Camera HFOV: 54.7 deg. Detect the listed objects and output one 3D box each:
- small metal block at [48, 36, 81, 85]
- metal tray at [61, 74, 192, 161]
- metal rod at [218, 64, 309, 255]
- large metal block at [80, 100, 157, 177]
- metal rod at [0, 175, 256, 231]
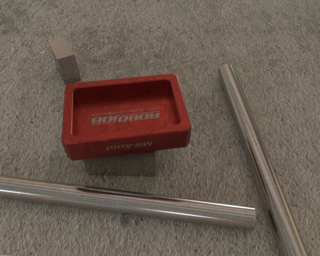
[{"bbox_3d":[-0.144,-0.102,0.470,0.025,0.050,0.050,-22,54,-17],"label":"small metal block"},{"bbox_3d":[-0.038,-0.015,0.347,0.131,0.030,0.090,-6,50,-6],"label":"metal tray"},{"bbox_3d":[0.117,0.025,0.383,0.025,0.025,0.300,-4,50,-4],"label":"metal rod"},{"bbox_3d":[-0.045,0.011,0.377,0.081,0.050,0.080,1,50,1],"label":"large metal block"},{"bbox_3d":[-0.052,0.079,0.336,0.302,0.025,0.025,6,50,4],"label":"metal rod"}]
